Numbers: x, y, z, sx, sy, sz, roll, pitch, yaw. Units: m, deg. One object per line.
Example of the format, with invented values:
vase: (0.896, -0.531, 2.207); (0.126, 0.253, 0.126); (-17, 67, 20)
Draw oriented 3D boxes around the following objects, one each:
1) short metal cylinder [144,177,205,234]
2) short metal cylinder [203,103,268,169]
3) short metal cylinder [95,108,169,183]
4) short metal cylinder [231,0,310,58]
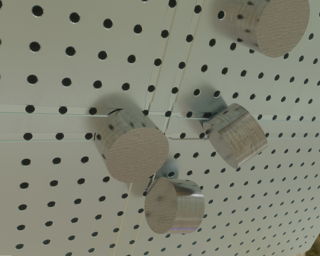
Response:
short metal cylinder: (0.020, 0.115, 0.460); (0.050, 0.080, 0.079); (13, 112, -34)
short metal cylinder: (0.106, 0.011, 0.443); (0.050, 0.080, 0.080); (-34, 129, -6)
short metal cylinder: (-0.036, 0.022, 0.390); (0.081, 0.050, 0.079); (-14, 125, -21)
short metal cylinder: (0.137, -0.135, 0.389); (0.081, 0.050, 0.079); (-14, 125, -21)
